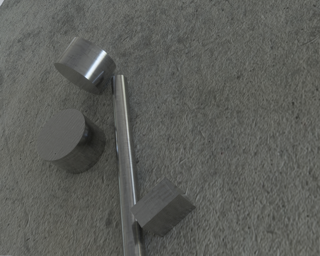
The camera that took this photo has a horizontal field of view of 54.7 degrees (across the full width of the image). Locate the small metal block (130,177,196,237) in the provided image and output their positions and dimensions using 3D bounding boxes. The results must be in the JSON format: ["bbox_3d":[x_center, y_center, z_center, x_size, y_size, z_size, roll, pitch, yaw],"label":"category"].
[{"bbox_3d":[0.004,0.086,0.333,0.050,0.050,0.025,-42,51,-1],"label":"small metal block"}]

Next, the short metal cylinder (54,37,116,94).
[{"bbox_3d":[-0.117,-0.097,0.490,0.080,0.080,0.050,20,72,35],"label":"short metal cylinder"}]

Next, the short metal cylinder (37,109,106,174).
[{"bbox_3d":[-0.125,0.019,0.442,0.080,0.050,0.080,-13,56,21],"label":"short metal cylinder"}]

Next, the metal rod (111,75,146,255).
[{"bbox_3d":[-0.043,0.047,0.397,0.025,0.025,0.299,-21,54,16],"label":"metal rod"}]
